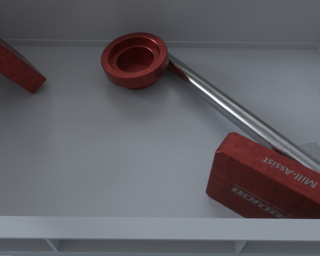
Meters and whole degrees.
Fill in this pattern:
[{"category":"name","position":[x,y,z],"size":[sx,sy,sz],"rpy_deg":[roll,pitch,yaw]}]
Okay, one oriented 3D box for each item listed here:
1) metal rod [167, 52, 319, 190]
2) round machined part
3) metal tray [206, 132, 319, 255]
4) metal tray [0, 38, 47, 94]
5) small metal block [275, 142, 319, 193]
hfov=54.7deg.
[{"category":"metal rod","position":[0.088,-0.029,0.411],"size":[0.025,0.025,0.300],"rpy_deg":[-28,50,-22]},{"category":"round machined part","position":[-0.035,-0.096,0.468],"size":[0.099,0.042,0.098],"rpy_deg":[-4,55,6]},{"category":"metal tray","position":[0.114,0.067,0.307],"size":[0.130,0.089,0.030],"rpy_deg":[28,56,21]},{"category":"metal tray","position":[-0.227,-0.107,0.424],"size":[0.090,0.130,0.030],"rpy_deg":[40,87,28]},{"category":"small metal block","position":[0.171,0.047,0.368],"size":[0.050,0.025,0.050],"rpy_deg":[-9,51,-8]}]
